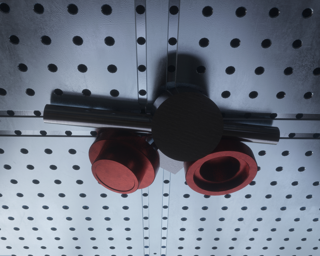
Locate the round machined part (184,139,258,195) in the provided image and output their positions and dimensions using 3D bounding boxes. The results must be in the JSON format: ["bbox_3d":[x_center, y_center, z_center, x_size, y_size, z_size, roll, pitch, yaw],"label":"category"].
[{"bbox_3d":[0.083,0.049,0.436,0.099,0.042,0.097,-2,133,-2],"label":"round machined part"}]

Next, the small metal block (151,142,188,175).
[{"bbox_3d":[0.016,0.033,0.435,0.050,0.025,0.050,29,124,-23],"label":"small metal block"}]

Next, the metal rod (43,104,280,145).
[{"bbox_3d":[0.006,-0.004,0.404,0.302,0.025,0.025,5,130,-5],"label":"metal rod"}]

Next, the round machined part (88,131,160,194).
[{"bbox_3d":[-0.053,0.052,0.423,0.098,0.042,0.097,12,133,13],"label":"round machined part"}]

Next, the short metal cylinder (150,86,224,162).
[{"bbox_3d":[0.029,-0.006,0.366,0.081,0.050,0.079,-1,105,-3],"label":"short metal cylinder"}]
